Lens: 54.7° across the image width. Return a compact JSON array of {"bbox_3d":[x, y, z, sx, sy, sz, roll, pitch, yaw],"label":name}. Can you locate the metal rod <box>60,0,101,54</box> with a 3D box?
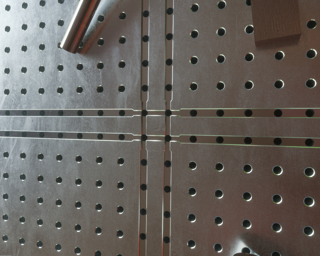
[{"bbox_3d":[-0.063,-0.238,0.415,0.025,0.025,0.298,36,108,16],"label":"metal rod"}]

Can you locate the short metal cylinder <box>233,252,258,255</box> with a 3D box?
[{"bbox_3d":[0.110,0.185,0.344,0.080,0.080,0.050,22,97,18],"label":"short metal cylinder"}]

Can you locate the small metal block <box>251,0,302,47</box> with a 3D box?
[{"bbox_3d":[0.136,-0.128,0.365,0.050,0.025,0.050,-6,88,19],"label":"small metal block"}]
